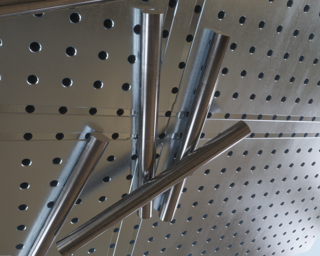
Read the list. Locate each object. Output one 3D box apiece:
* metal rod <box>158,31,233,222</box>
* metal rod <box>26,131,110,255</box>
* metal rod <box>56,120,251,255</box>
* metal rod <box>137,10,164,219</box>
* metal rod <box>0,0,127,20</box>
[{"bbox_3d":[0.044,0.014,0.445,0.025,0.025,0.298,0,119,-29],"label":"metal rod"},{"bbox_3d":[-0.146,0.135,0.415,0.025,0.025,0.298,20,108,-36],"label":"metal rod"},{"bbox_3d":[-0.003,0.079,0.426,0.301,0.025,0.025,-33,129,-7],"label":"metal rod"},{"bbox_3d":[-0.016,0.004,0.406,0.025,0.025,0.298,-11,123,-23],"label":"metal rod"},{"bbox_3d":[-0.051,-0.135,0.300,0.302,0.025,0.025,-17,126,-19],"label":"metal rod"}]
